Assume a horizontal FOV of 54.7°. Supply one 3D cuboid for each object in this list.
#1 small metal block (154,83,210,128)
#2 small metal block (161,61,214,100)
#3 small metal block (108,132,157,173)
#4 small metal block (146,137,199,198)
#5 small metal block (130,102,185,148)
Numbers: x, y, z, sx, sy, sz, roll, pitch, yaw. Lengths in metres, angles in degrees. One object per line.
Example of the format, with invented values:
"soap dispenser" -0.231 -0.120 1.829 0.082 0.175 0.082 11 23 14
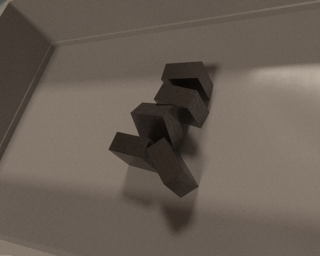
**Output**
"small metal block" 0.028 -0.028 0.391 0.050 0.050 0.025 18 71 34
"small metal block" 0.037 -0.060 0.406 0.050 0.050 0.025 3 63 29
"small metal block" -0.026 0.031 0.383 0.050 0.050 0.025 11 67 32
"small metal block" 0.014 0.046 0.353 0.025 0.050 0.050 -34 52 5
"small metal block" -0.003 -0.003 0.385 0.050 0.050 0.025 7 39 37
